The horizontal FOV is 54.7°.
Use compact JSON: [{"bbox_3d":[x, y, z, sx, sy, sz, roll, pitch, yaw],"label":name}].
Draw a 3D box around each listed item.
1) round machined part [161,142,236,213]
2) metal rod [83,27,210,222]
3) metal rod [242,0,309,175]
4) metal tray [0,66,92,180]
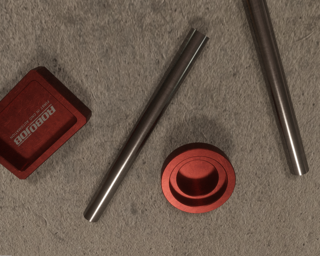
[{"bbox_3d":[0.050,0.064,0.425,0.099,0.042,0.097,0,110,-1],"label":"round machined part"},{"bbox_3d":[-0.026,0.008,0.412,0.025,0.025,0.298,28,107,-10],"label":"metal rod"},{"bbox_3d":[0.141,-0.071,0.385,0.025,0.025,0.299,-21,109,7],"label":"metal rod"},{"bbox_3d":[-0.167,-0.004,0.403,0.130,0.030,0.090,-41,106,13],"label":"metal tray"}]
